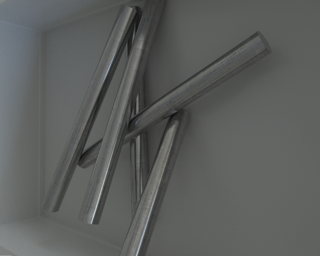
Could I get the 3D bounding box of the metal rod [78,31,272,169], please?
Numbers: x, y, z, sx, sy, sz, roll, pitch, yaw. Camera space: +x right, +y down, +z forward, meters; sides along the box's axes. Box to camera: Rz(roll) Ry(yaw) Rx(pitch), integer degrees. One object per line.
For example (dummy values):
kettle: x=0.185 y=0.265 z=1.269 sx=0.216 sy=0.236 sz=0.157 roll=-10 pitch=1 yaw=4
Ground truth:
metal rod: x=-0.006 y=-0.017 z=0.379 sx=0.299 sy=0.025 sz=0.025 roll=-31 pitch=71 yaw=32

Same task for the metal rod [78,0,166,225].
metal rod: x=-0.043 y=-0.033 z=0.385 sx=0.025 sy=0.025 sz=0.299 roll=8 pitch=78 yaw=39

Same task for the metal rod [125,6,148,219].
metal rod: x=-0.032 y=-0.018 z=0.431 sx=0.025 sy=0.025 sz=0.298 roll=-4 pitch=87 yaw=39

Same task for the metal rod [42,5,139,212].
metal rod: x=-0.099 y=-0.021 z=0.427 sx=0.025 sy=0.025 sz=0.298 roll=29 pitch=99 yaw=36

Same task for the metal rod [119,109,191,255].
metal rod: x=-0.021 y=0.109 z=0.322 sx=0.025 sy=0.025 sz=0.300 roll=-3 pitch=56 yaw=39
